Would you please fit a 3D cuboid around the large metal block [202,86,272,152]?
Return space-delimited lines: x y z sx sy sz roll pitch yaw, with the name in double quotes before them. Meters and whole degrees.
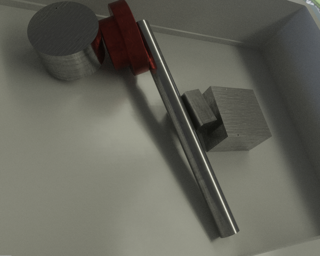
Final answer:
"large metal block" 0.104 -0.012 0.455 0.081 0.050 0.080 0 62 -28

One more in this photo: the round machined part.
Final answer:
"round machined part" -0.052 -0.115 0.411 0.042 0.098 0.098 -21 71 -5

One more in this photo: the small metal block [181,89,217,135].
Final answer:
"small metal block" 0.043 -0.018 0.425 0.025 0.050 0.050 -16 71 -36

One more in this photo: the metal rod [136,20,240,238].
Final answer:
"metal rod" 0.029 -0.007 0.403 0.025 0.025 0.299 -15 77 -34

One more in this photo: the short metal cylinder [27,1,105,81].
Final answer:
"short metal cylinder" -0.111 -0.105 0.376 0.081 0.050 0.080 1 66 -1
